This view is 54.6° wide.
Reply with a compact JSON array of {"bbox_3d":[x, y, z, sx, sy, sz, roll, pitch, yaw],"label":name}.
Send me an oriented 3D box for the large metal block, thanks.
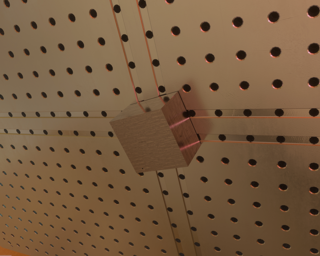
[{"bbox_3d":[-0.005,0.008,0.402,0.080,0.050,0.080,-13,112,33],"label":"large metal block"}]
